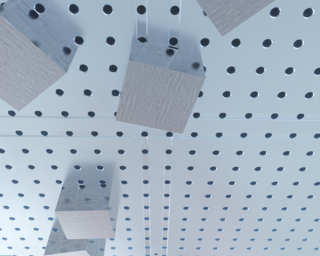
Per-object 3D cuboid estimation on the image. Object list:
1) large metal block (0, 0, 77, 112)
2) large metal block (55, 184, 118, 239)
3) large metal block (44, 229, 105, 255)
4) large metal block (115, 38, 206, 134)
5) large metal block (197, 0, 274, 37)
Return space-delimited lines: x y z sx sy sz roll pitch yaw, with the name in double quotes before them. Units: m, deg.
"large metal block" -0.151 -0.077 0.328 0.080 0.050 0.080 -31 124 23
"large metal block" -0.117 0.139 0.512 0.080 0.050 0.080 -2 130 1
"large metal block" -0.160 0.235 0.593 0.080 0.050 0.080 -10 130 8
"large metal block" -0.002 -0.046 0.356 0.080 0.050 0.079 11 129 -10
"large metal block" 0.064 -0.144 0.273 0.080 0.050 0.080 -32 123 24
